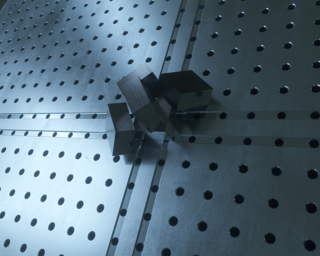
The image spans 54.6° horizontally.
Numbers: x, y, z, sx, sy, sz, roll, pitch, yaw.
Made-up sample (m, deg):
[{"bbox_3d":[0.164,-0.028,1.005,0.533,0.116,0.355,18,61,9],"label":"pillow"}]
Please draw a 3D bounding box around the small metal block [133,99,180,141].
[{"bbox_3d":[-0.005,-0.012,0.419,0.050,0.025,0.050,1,62,27],"label":"small metal block"}]

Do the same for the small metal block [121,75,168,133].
[{"bbox_3d":[-0.020,-0.029,0.389,0.025,0.050,0.050,-31,52,8],"label":"small metal block"}]

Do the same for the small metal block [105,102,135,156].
[{"bbox_3d":[-0.055,0.002,0.417,0.025,0.050,0.050,-6,50,-20],"label":"small metal block"}]

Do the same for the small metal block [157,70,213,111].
[{"bbox_3d":[0.032,-0.051,0.406,0.050,0.025,0.050,-13,44,-29],"label":"small metal block"}]

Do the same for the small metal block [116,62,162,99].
[{"bbox_3d":[-0.025,-0.057,0.442,0.050,0.050,0.025,-35,51,5],"label":"small metal block"}]
